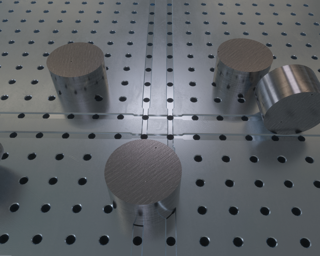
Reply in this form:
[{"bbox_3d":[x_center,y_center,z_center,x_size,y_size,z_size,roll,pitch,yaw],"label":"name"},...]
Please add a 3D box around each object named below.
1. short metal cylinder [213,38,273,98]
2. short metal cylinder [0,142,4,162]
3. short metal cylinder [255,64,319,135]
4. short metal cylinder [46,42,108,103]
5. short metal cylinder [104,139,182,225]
[{"bbox_3d":[0.124,-0.091,0.469,0.081,0.050,0.080,0,50,0],"label":"short metal cylinder"},{"bbox_3d":[-0.223,0.036,0.340,0.080,0.080,0.050,2,50,1],"label":"short metal cylinder"},{"bbox_3d":[0.170,-0.035,0.403,0.081,0.080,0.050,-2,50,-1],"label":"short metal cylinder"},{"bbox_3d":[-0.120,-0.083,0.460,0.081,0.050,0.080,0,50,0],"label":"short metal cylinder"},{"bbox_3d":[-0.017,0.059,0.342,0.081,0.050,0.080,0,50,0],"label":"short metal cylinder"}]
